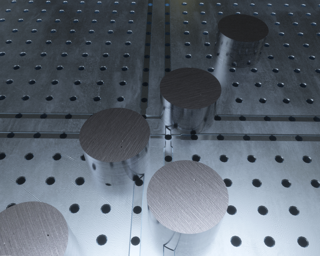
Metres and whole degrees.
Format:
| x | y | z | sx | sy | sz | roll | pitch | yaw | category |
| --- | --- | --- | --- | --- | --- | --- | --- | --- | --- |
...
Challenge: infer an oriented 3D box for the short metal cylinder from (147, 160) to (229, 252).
| x | y | z | sx | sy | sz | roll | pitch | yaw | category |
| --- | --- | --- | --- | --- | --- | --- | --- | --- | --- |
| 0.027 | 0.081 | 0.324 | 0.081 | 0.050 | 0.080 | 0 | 50 | 0 | short metal cylinder |

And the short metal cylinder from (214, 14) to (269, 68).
| x | y | z | sx | sy | sz | roll | pitch | yaw | category |
| --- | --- | --- | --- | --- | --- | --- | --- | --- | --- |
| 0.133 | -0.146 | 0.516 | 0.081 | 0.050 | 0.080 | 0 | 50 | 0 | short metal cylinder |

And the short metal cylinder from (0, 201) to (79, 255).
| x | y | z | sx | sy | sz | roll | pitch | yaw | category |
| --- | --- | --- | --- | --- | --- | --- | --- | --- | --- |
| -0.122 | 0.117 | 0.291 | 0.081 | 0.050 | 0.080 | 0 | 50 | 0 | short metal cylinder |

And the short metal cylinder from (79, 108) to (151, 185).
| x | y | z | sx | sy | sz | roll | pitch | yaw | category |
| --- | --- | --- | --- | --- | --- | --- | --- | --- | --- |
| -0.052 | 0.022 | 0.373 | 0.081 | 0.050 | 0.080 | 0 | 50 | 0 | short metal cylinder |

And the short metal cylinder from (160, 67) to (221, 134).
| x | y | z | sx | sy | sz | roll | pitch | yaw | category |
| --- | --- | --- | --- | --- | --- | --- | --- | --- | --- |
| 0.040 | -0.038 | 0.424 | 0.081 | 0.050 | 0.080 | 0 | 50 | 0 | short metal cylinder |
